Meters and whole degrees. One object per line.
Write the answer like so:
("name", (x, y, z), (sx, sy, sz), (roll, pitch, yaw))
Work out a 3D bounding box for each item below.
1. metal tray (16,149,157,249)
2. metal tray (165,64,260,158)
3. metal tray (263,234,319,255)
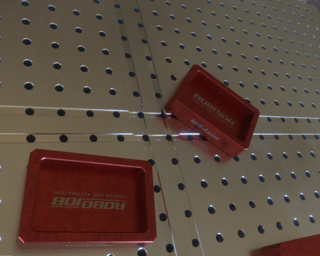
("metal tray", (-0.071, 0.075, 0.321), (0.131, 0.030, 0.090), (9, 58, -24))
("metal tray", (0.082, -0.027, 0.467), (0.130, 0.030, 0.090), (36, 51, -5))
("metal tray", (0.192, 0.206, 0.385), (0.091, 0.030, 0.130), (1, 61, -28))
